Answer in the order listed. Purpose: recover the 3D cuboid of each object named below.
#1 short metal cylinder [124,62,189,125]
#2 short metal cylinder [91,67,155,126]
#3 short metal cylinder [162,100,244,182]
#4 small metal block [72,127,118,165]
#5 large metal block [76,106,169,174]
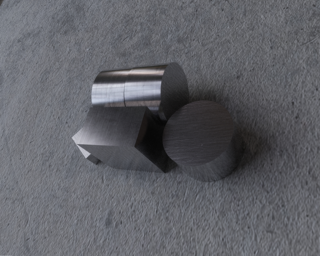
[{"bbox_3d":[-0.002,-0.042,0.398,0.050,0.080,0.080,1,62,29],"label":"short metal cylinder"},{"bbox_3d":[-0.047,-0.042,0.421,0.050,0.080,0.080,1,62,29],"label":"short metal cylinder"},{"bbox_3d":[0.050,0.016,0.353,0.080,0.050,0.080,-13,56,21],"label":"short metal cylinder"},{"bbox_3d":[-0.091,0.016,0.444,0.050,0.025,0.050,-44,51,-3],"label":"small metal block"},{"bbox_3d":[-0.039,0.016,0.382,0.080,0.080,0.050,1,62,28],"label":"large metal block"}]
